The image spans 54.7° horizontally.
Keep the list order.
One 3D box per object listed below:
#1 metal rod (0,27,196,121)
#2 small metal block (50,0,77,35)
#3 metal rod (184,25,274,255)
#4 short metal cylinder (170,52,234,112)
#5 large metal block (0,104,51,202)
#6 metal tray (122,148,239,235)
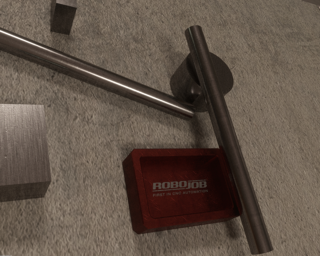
[{"bbox_3d":[-0.091,-0.071,0.398,0.302,0.025,0.025,20,54,-17],"label":"metal rod"},{"bbox_3d":[-0.131,-0.164,0.418,0.025,0.050,0.050,5,60,-26],"label":"small metal block"},{"bbox_3d":[0.081,0.001,0.393,0.025,0.025,0.299,-4,70,-30],"label":"metal rod"},{"bbox_3d":[0.062,-0.070,0.466,0.081,0.050,0.080,14,56,-21],"label":"short metal cylinder"},{"bbox_3d":[-0.152,0.024,0.292,0.081,0.050,0.080,-1,62,-29],"label":"large metal block"},{"bbox_3d":[0.027,0.071,0.372,0.131,0.030,0.090,2,61,-28],"label":"metal tray"}]
